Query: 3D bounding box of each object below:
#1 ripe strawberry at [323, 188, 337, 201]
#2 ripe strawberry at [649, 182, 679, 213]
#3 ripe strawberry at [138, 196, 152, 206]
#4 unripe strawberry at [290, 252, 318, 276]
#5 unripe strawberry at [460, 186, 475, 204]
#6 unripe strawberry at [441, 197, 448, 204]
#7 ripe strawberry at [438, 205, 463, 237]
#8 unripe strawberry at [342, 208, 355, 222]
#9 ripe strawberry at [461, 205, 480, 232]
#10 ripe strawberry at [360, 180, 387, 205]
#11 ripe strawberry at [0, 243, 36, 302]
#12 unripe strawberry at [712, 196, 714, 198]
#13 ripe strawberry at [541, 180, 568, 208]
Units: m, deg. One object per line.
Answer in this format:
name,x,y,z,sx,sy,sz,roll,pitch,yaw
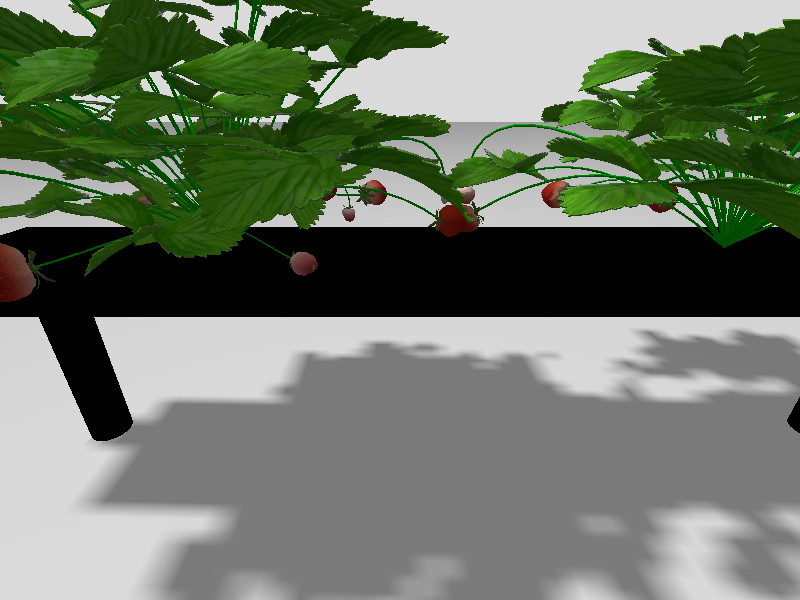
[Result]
ripe strawberry,-0.098,-0.152,0.540,0.031,0.036,0.034,7,26,14
ripe strawberry,0.318,-0.126,0.489,0.034,0.036,0.037,4,25,8
ripe strawberry,-0.278,-0.107,0.445,0.035,0.034,0.038,18,31,34
unripe strawberry,-0.071,-0.027,0.299,0.020,0.017,0.020,20,32,35
unripe strawberry,0.087,-0.137,0.522,0.020,0.024,0.024,21,32,36
unripe strawberry,0.053,-0.120,0.476,0.011,0.011,0.011,-15,30,-29
ripe strawberry,0.053,-0.077,0.393,0.032,0.031,0.029,0,25,-11
unripe strawberry,-0.056,-0.095,0.444,0.015,0.015,0.016,-22,33,-38
ripe strawberry,0.064,-0.079,0.397,0.028,0.027,0.030,-29,17,22
ripe strawberry,-0.032,-0.138,0.513,0.036,0.031,0.036,17,30,32
ripe strawberry,-0.262,-0.015,0.256,0.037,0.039,0.040,23,34,39
unripe strawberry,0.422,-0.144,0.538,0.013,0.014,0.014,16,30,29
ripe strawberry,0.193,-0.132,0.500,0.030,0.034,0.032,-16,24,-29
